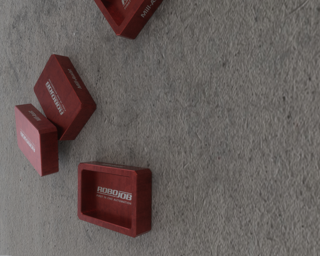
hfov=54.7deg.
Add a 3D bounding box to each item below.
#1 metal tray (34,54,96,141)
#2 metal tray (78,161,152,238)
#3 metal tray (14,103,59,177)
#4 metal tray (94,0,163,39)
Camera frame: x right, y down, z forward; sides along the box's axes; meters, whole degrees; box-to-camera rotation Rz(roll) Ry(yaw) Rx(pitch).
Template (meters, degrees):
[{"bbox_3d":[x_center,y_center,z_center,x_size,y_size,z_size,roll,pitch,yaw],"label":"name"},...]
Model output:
[{"bbox_3d":[-0.170,-0.054,0.542,0.090,0.030,0.130,-49,61,29],"label":"metal tray"},{"bbox_3d":[-0.071,0.100,0.460,0.130,0.030,0.089,1,91,40],"label":"metal tray"},{"bbox_3d":[-0.227,0.019,0.565,0.130,0.030,0.089,31,124,43],"label":"metal tray"},{"bbox_3d":[-0.032,-0.201,0.427,0.129,0.030,0.090,-46,63,30],"label":"metal tray"}]
